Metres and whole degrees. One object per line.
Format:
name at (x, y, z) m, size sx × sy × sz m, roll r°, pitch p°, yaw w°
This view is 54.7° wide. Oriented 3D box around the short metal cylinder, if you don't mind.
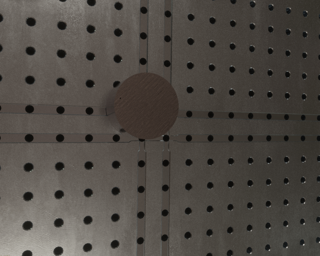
short metal cylinder at (-0.023, -0.027, 0.391) m, size 0.081 × 0.050 × 0.079 m, roll 0°, pitch 90°, yaw -21°
